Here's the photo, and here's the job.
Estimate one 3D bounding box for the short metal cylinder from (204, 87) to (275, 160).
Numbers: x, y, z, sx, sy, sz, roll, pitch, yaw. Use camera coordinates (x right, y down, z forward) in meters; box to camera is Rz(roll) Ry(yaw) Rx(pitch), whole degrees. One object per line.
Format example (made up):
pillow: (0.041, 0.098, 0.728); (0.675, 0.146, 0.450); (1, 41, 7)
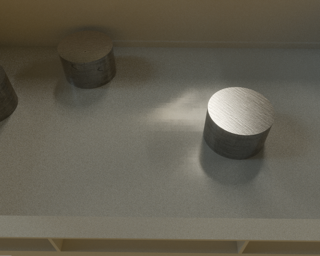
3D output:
short metal cylinder: (0.098, -0.007, 0.395); (0.080, 0.050, 0.080); (0, 50, 0)

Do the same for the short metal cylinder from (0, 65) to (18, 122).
short metal cylinder: (-0.246, -0.047, 0.427); (0.080, 0.050, 0.080); (0, 50, 0)

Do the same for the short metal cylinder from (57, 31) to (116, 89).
short metal cylinder: (-0.110, -0.106, 0.477); (0.080, 0.050, 0.080); (0, 50, 0)
